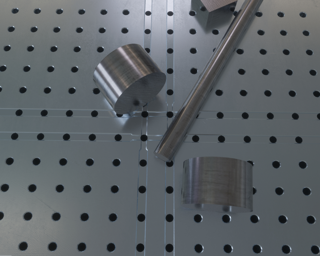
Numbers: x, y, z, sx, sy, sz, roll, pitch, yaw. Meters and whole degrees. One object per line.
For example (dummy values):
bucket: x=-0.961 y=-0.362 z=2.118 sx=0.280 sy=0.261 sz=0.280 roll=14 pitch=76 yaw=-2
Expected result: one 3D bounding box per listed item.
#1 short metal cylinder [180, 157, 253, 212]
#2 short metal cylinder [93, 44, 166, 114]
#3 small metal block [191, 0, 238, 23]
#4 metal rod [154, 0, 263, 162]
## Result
short metal cylinder: x=0.066 y=0.068 z=0.358 sx=0.080 sy=0.080 sz=0.050 roll=5 pitch=70 yaw=2
short metal cylinder: x=-0.039 y=-0.063 z=0.405 sx=0.080 sy=0.080 sz=0.050 roll=-34 pitch=74 yaw=-11
small metal block: x=0.084 y=-0.200 z=0.485 sx=0.050 sy=0.025 sz=0.050 roll=-26 pitch=72 yaw=-9
metal rod: x=0.077 y=-0.084 z=0.442 sx=0.025 sy=0.025 sz=0.300 roll=28 pitch=72 yaw=10
